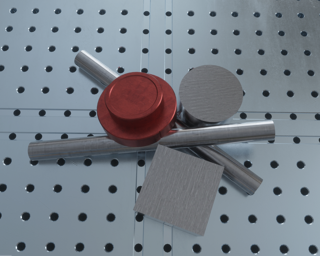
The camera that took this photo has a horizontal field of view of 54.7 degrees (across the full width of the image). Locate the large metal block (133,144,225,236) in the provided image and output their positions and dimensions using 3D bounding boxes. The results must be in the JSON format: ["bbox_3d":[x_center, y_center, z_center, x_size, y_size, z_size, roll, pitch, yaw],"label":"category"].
[{"bbox_3d":[0.022,0.075,0.369,0.080,0.050,0.080,19,71,6],"label":"large metal block"}]

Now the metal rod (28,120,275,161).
[{"bbox_3d":[-0.014,0.016,0.386,0.302,0.025,0.025,-5,70,5],"label":"metal rod"}]

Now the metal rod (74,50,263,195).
[{"bbox_3d":[0.003,-0.014,0.417,0.300,0.025,0.025,37,74,12],"label":"metal rod"}]

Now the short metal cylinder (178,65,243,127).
[{"bbox_3d":[0.064,-0.036,0.411,0.081,0.050,0.080,0,70,0],"label":"short metal cylinder"}]

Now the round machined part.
[{"bbox_3d":[-0.029,-0.029,0.377,0.099,0.042,0.098,-2,61,5],"label":"round machined part"}]
